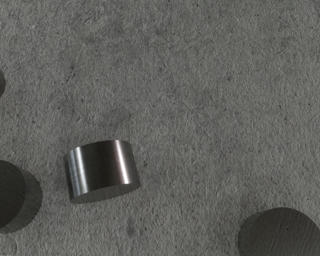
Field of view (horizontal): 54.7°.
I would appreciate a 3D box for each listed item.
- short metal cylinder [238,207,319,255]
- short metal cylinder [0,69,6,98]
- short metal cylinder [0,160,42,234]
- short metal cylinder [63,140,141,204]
[{"bbox_3d":[0.133,0.132,0.347,0.081,0.050,0.080,0,70,0],"label":"short metal cylinder"},{"bbox_3d":[-0.261,-0.067,0.417,0.081,0.050,0.080,0,70,0],"label":"short metal cylinder"},{"bbox_3d":[-0.188,0.082,0.364,0.081,0.050,0.080,0,70,0],"label":"short metal cylinder"},{"bbox_3d":[-0.067,0.052,0.359,0.081,0.080,0.050,-14,71,-5],"label":"short metal cylinder"}]
